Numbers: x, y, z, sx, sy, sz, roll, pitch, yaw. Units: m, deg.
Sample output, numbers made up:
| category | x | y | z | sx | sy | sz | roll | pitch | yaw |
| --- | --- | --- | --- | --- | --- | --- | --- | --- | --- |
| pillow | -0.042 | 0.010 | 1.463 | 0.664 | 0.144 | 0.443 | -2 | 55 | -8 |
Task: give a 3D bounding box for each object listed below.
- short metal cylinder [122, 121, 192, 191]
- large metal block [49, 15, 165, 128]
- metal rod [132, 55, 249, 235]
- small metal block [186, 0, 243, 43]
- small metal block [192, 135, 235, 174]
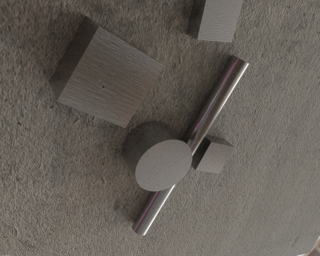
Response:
| category | x | y | z | sx | sy | sz | roll | pitch | yaw |
| --- | --- | --- | --- | --- | --- | --- | --- | --- | --- |
| short metal cylinder | -0.004 | 0.037 | 0.413 | 0.081 | 0.050 | 0.079 | -14 | 125 | -21 |
| large metal block | -0.057 | -0.057 | 0.326 | 0.080 | 0.050 | 0.080 | 24 | 105 | -37 |
| metal rod | 0.037 | 0.035 | 0.450 | 0.025 | 0.025 | 0.298 | 18 | 109 | -36 |
| small metal block | 0.064 | -0.130 | 0.363 | 0.050 | 0.025 | 0.050 | -4 | 120 | -27 |
| small metal block | 0.078 | 0.040 | 0.477 | 0.050 | 0.025 | 0.050 | 14 | 111 | -34 |
